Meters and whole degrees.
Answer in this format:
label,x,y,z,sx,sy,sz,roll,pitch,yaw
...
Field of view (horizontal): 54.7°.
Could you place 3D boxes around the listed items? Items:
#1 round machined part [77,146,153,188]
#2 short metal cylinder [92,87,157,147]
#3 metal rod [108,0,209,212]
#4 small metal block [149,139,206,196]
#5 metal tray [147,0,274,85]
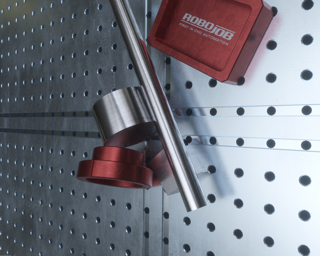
label,x,y,z,sx,sy,sz,roll,pitch,yaw
round machined part,-0.057,0.052,0.410,0.098,0.098,0.042,-8,68,39
short metal cylinder,-0.043,-0.012,0.407,0.080,0.081,0.050,-34,69,34
metal rod,-0.009,-0.047,0.379,0.025,0.025,0.299,-31,72,35
small metal block,0.021,0.049,0.391,0.050,0.025,0.050,-45,63,30
metal tray,0.052,-0.117,0.361,0.130,0.030,0.089,36,112,34
